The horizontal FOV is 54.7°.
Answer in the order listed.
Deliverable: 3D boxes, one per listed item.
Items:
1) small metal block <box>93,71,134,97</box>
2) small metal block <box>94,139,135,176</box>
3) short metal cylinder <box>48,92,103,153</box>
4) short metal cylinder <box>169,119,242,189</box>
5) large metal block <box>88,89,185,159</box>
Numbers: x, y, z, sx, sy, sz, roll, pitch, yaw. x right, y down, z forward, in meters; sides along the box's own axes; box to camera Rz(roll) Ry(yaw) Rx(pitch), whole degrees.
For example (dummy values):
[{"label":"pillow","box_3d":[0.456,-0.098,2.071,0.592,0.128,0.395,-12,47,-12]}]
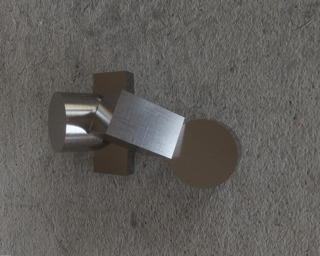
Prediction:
[{"label":"small metal block","box_3d":[-0.064,-0.051,0.431,0.050,0.025,0.050,-1,90,19]},{"label":"small metal block","box_3d":[-0.063,0.038,0.431,0.050,0.025,0.050,3,91,19]},{"label":"short metal cylinder","box_3d":[-0.114,-0.008,0.416,0.080,0.050,0.079,2,92,55]},{"label":"short metal cylinder","box_3d":[0.056,0.029,0.377,0.080,0.050,0.079,0,90,19]},{"label":"large metal block","box_3d":[-0.031,-0.002,0.371,0.080,0.080,0.050,23,79,-24]}]
